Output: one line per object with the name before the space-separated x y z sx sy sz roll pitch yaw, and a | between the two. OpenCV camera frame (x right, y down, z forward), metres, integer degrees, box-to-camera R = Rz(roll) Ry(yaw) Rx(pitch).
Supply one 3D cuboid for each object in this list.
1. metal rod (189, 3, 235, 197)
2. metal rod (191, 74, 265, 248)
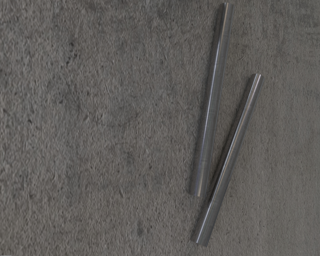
metal rod | 0.080 -0.047 0.471 0.025 0.025 0.299 17 79 -39
metal rod | 0.115 0.040 0.501 0.025 0.025 0.300 38 67 -34
